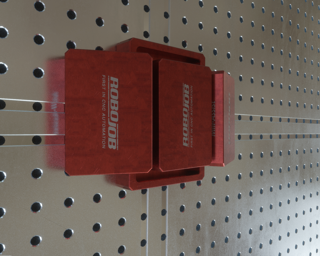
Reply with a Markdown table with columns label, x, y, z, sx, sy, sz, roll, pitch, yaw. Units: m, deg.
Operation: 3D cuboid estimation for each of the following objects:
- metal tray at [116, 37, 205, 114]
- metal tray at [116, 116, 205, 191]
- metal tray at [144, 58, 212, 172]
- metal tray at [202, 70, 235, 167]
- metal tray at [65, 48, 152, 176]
| label | x | y | z | sx | sy | sz | roll | pitch | yaw |
| --- | --- | --- | --- | --- | --- | --- | --- | --- | --- |
| metal tray | 0.005 | -0.061 | 0.412 | 0.131 | 0.030 | 0.089 | 0 | 90 | -40 |
| metal tray | 0.005 | 0.029 | 0.413 | 0.131 | 0.030 | 0.089 | 0 | 90 | -40 |
| metal tray | 0.024 | -0.015 | 0.389 | 0.091 | 0.030 | 0.129 | -1 | 91 | -40 |
| metal tray | 0.088 | -0.013 | 0.457 | 0.090 | 0.030 | 0.129 | -2 | 92 | -67 |
| metal tray | -0.056 | -0.016 | 0.337 | 0.091 | 0.030 | 0.129 | 0 | 91 | -14 |
